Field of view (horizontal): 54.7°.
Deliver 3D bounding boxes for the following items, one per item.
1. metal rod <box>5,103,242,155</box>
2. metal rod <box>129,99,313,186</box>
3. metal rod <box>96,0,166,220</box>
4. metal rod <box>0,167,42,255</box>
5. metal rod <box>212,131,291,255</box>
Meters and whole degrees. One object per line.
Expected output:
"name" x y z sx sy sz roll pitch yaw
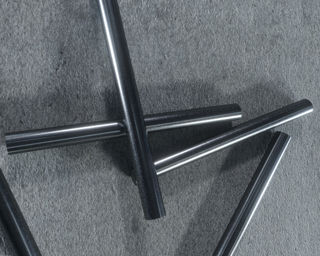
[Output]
"metal rod" -0.030 -0.003 0.397 0.302 0.025 0.025 -8 93 -20
"metal rod" 0.099 0.014 0.445 0.302 0.025 0.025 -20 97 -19
"metal rod" -0.039 -0.041 0.372 0.025 0.025 0.298 -12 86 -20
"metal rod" -0.178 0.073 0.343 0.025 0.025 0.299 -24 98 -18
"metal rod" 0.115 0.138 0.451 0.025 0.025 0.300 34 79 -17
